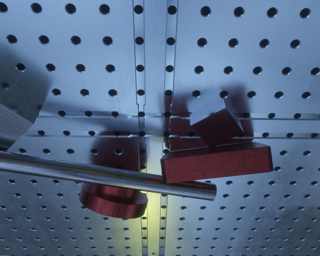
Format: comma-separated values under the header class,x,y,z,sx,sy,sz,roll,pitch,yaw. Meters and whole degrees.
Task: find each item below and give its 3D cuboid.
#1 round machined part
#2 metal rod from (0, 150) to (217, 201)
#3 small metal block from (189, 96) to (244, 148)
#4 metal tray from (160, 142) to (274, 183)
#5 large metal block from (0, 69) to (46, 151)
class,x,y,z,sx,sy,sz,roll,pitch,yaw
round machined part,-0.064,0.093,0.455,0.099,0.098,0.042,15,93,-13
metal rod,-0.068,0.064,0.408,0.302,0.025,0.025,11,129,-14
small metal block,0.074,-0.007,0.407,0.050,0.025,0.050,-29,125,21
metal tray,0.071,0.043,0.408,0.131,0.090,0.030,-7,90,5
large metal block,-0.202,-0.021,0.374,0.080,0.050,0.080,-37,122,26
